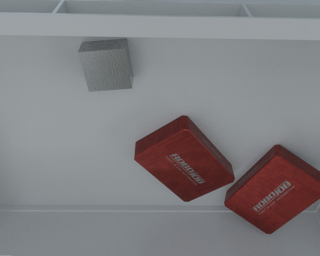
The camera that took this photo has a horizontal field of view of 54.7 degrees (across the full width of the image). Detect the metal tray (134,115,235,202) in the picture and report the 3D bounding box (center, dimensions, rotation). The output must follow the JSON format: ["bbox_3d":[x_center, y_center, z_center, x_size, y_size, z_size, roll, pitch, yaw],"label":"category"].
[{"bbox_3d":[0.037,0.050,0.449,0.090,0.030,0.130,-30,124,23],"label":"metal tray"}]

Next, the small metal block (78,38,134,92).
[{"bbox_3d":[-0.059,-0.070,0.348,0.050,0.025,0.050,-4,130,3],"label":"small metal block"}]

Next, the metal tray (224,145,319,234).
[{"bbox_3d":[0.172,0.097,0.470,0.090,0.030,0.129,34,125,0],"label":"metal tray"}]
